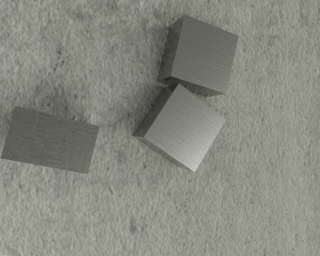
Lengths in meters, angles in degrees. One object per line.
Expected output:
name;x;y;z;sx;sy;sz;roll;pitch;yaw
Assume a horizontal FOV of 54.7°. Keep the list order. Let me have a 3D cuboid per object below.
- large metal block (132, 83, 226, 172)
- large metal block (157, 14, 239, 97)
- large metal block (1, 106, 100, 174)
large metal block;0.025;0.000;0.406;0.080;0.050;0.080;36;78;-17
large metal block;0.050;-0.092;0.415;0.081;0.050;0.080;14;85;-20
large metal block;-0.118;0.013;0.337;0.081;0.080;0.050;15;85;-20
